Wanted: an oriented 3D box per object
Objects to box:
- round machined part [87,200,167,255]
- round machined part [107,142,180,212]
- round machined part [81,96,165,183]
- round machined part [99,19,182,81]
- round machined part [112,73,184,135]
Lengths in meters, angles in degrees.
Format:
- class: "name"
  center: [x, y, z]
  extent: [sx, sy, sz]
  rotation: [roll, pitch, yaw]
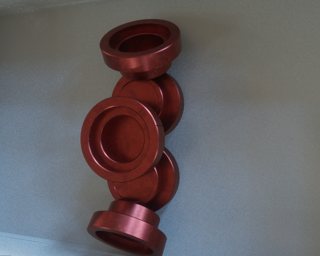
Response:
- class: "round machined part"
  center: [-0.038, 0.126, 0.393]
  extent: [0.098, 0.098, 0.042]
  rotation: [7, 55, 19]
- class: "round machined part"
  center: [-0.027, 0.065, 0.408]
  extent: [0.098, 0.042, 0.097]
  rotation: [0, 90, 19]
- class: "round machined part"
  center: [-0.040, 0.013, 0.367]
  extent: [0.098, 0.042, 0.097]
  rotation: [0, 90, 19]
- class: "round machined part"
  center: [-0.022, -0.095, 0.387]
  extent: [0.098, 0.098, 0.042]
  rotation: [8, 135, 19]
- class: "round machined part"
  center: [-0.021, -0.033, 0.406]
  extent: [0.098, 0.042, 0.097]
  rotation: [0, 90, 19]
